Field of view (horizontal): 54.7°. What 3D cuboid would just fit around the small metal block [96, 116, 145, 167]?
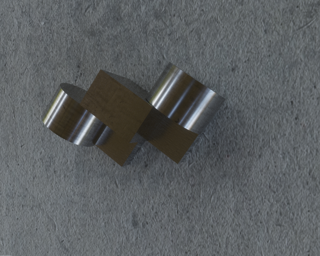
[{"bbox_3d":[-0.053,0.017,0.429,0.050,0.025,0.050,37,102,16],"label":"small metal block"}]

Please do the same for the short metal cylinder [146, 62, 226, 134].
[{"bbox_3d":[0.031,-0.036,0.370,0.080,0.080,0.050,37,102,16],"label":"short metal cylinder"}]

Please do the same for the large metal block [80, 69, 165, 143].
[{"bbox_3d":[-0.039,-0.026,0.395,0.080,0.080,0.050,37,102,16],"label":"large metal block"}]

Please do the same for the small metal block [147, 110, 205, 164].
[{"bbox_3d":[0.021,0.011,0.403,0.050,0.025,0.050,37,102,16],"label":"small metal block"}]

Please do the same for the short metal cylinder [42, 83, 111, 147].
[{"bbox_3d":[-0.110,-0.018,0.420,0.080,0.080,0.050,37,102,16],"label":"short metal cylinder"}]
